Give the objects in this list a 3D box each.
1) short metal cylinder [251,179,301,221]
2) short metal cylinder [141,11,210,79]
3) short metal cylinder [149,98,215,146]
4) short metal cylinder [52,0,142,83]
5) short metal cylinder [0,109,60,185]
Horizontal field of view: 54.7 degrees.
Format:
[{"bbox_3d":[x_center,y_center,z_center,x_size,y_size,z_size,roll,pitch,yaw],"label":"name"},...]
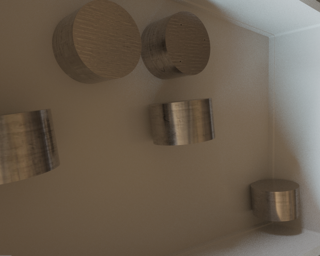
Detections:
[{"bbox_3d":[0.203,0.125,0.545,0.081,0.080,0.050,-9,96,-40],"label":"short metal cylinder"},{"bbox_3d":[0.021,-0.107,0.410,0.081,0.050,0.079,0,90,-40],"label":"short metal cylinder"},{"bbox_3d":[0.028,-0.010,0.397,0.081,0.080,0.050,-11,97,-40],"label":"short metal cylinder"},{"bbox_3d":[-0.067,-0.090,0.335,0.081,0.050,0.079,0,90,-40],"label":"short metal cylinder"},{"bbox_3d":[-0.131,0.014,0.262,0.081,0.080,0.050,-13,99,-40],"label":"short metal cylinder"}]
